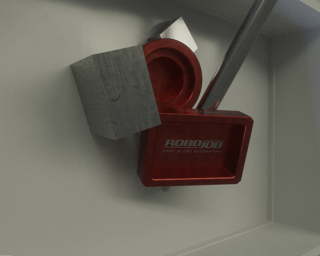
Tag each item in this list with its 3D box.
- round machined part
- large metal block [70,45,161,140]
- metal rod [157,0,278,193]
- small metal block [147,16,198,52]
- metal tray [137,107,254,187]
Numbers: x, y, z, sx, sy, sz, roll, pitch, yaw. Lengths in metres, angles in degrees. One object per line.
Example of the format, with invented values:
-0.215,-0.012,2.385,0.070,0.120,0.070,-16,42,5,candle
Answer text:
0.001,-0.060,0.387,0.099,0.042,0.097,-4,99,-26,round machined part
-0.049,-0.037,0.326,0.050,0.080,0.079,-20,103,-27,large metal block
0.073,-0.051,0.394,0.025,0.025,0.299,22,100,-39,metal rod
0.019,-0.115,0.424,0.050,0.025,0.050,-49,119,-29,small metal block
0.042,0.023,0.377,0.131,0.030,0.089,2,107,-18,metal tray
